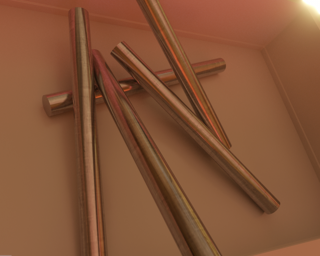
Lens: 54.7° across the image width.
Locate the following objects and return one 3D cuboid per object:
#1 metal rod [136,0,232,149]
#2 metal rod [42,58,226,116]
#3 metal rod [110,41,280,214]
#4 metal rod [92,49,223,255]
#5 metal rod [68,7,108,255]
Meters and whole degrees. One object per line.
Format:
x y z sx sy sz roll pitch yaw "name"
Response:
0.020 -0.096 0.402 0.025 0.025 0.299 -42 110 -39 "metal rod"
-0.013 -0.066 0.440 0.302 0.025 0.025 -19 72 -36 "metal rod"
0.050 0.003 0.412 0.300 0.025 0.025 45 51 -5 "metal rod"
-0.026 0.003 0.308 0.025 0.025 0.300 -3 41 -30 "metal rod"
-0.081 -0.002 0.339 0.025 0.025 0.299 2 69 -28 "metal rod"
